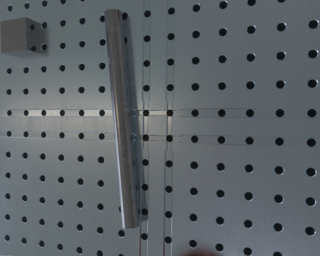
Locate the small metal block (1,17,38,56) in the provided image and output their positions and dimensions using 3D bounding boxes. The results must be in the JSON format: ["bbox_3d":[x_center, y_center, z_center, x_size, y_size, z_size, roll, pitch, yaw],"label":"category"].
[{"bbox_3d":[-0.223,-0.144,0.491,0.050,0.025,0.050,-2,89,20],"label":"small metal block"}]

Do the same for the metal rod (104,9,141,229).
[{"bbox_3d":[-0.053,-0.014,0.430,0.025,0.025,0.298,-6,88,20],"label":"metal rod"}]
